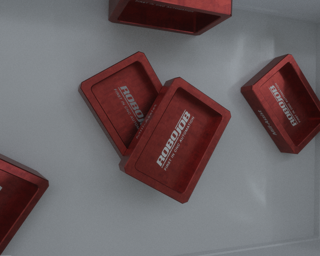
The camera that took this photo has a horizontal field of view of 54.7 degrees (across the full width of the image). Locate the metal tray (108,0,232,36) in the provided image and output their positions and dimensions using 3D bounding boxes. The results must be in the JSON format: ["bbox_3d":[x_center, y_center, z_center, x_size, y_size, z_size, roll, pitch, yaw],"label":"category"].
[{"bbox_3d":[0.010,-0.148,0.379,0.131,0.090,0.030,2,90,-20],"label":"metal tray"}]

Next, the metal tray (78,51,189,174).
[{"bbox_3d":[-0.031,-0.019,0.396,0.090,0.030,0.130,-33,101,-17],"label":"metal tray"}]

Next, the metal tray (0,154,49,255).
[{"bbox_3d":[-0.188,0.090,0.313,0.130,0.030,0.090,-57,140,-12],"label":"metal tray"}]

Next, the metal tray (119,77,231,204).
[{"bbox_3d":[0.020,0.015,0.382,0.090,0.030,0.130,32,79,-17],"label":"metal tray"}]

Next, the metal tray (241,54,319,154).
[{"bbox_3d":[0.195,-0.036,0.479,0.090,0.030,0.130,-40,103,-15],"label":"metal tray"}]
